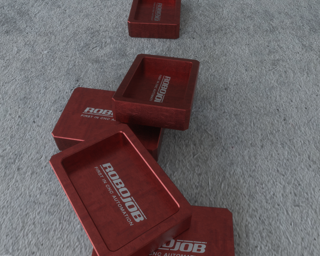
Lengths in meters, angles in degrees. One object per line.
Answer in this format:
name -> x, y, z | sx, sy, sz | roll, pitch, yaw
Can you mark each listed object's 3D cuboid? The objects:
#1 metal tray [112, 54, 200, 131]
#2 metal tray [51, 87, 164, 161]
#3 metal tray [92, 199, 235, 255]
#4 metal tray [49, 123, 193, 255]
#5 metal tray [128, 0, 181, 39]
metal tray -> 0.000, -0.052, 0.403 | 0.090, 0.030, 0.130 | 8, 38, 7
metal tray -> -0.060, -0.006, 0.405 | 0.131, 0.030, 0.090 | 8, 50, 6
metal tray -> 0.004, 0.120, 0.299 | 0.131, 0.030, 0.090 | 4, 50, 3
metal tray -> -0.041, 0.062, 0.307 | 0.091, 0.030, 0.130 | -27, 55, -21
metal tray -> -0.007, -0.219, 0.583 | 0.091, 0.030, 0.130 | 3, 50, 2
